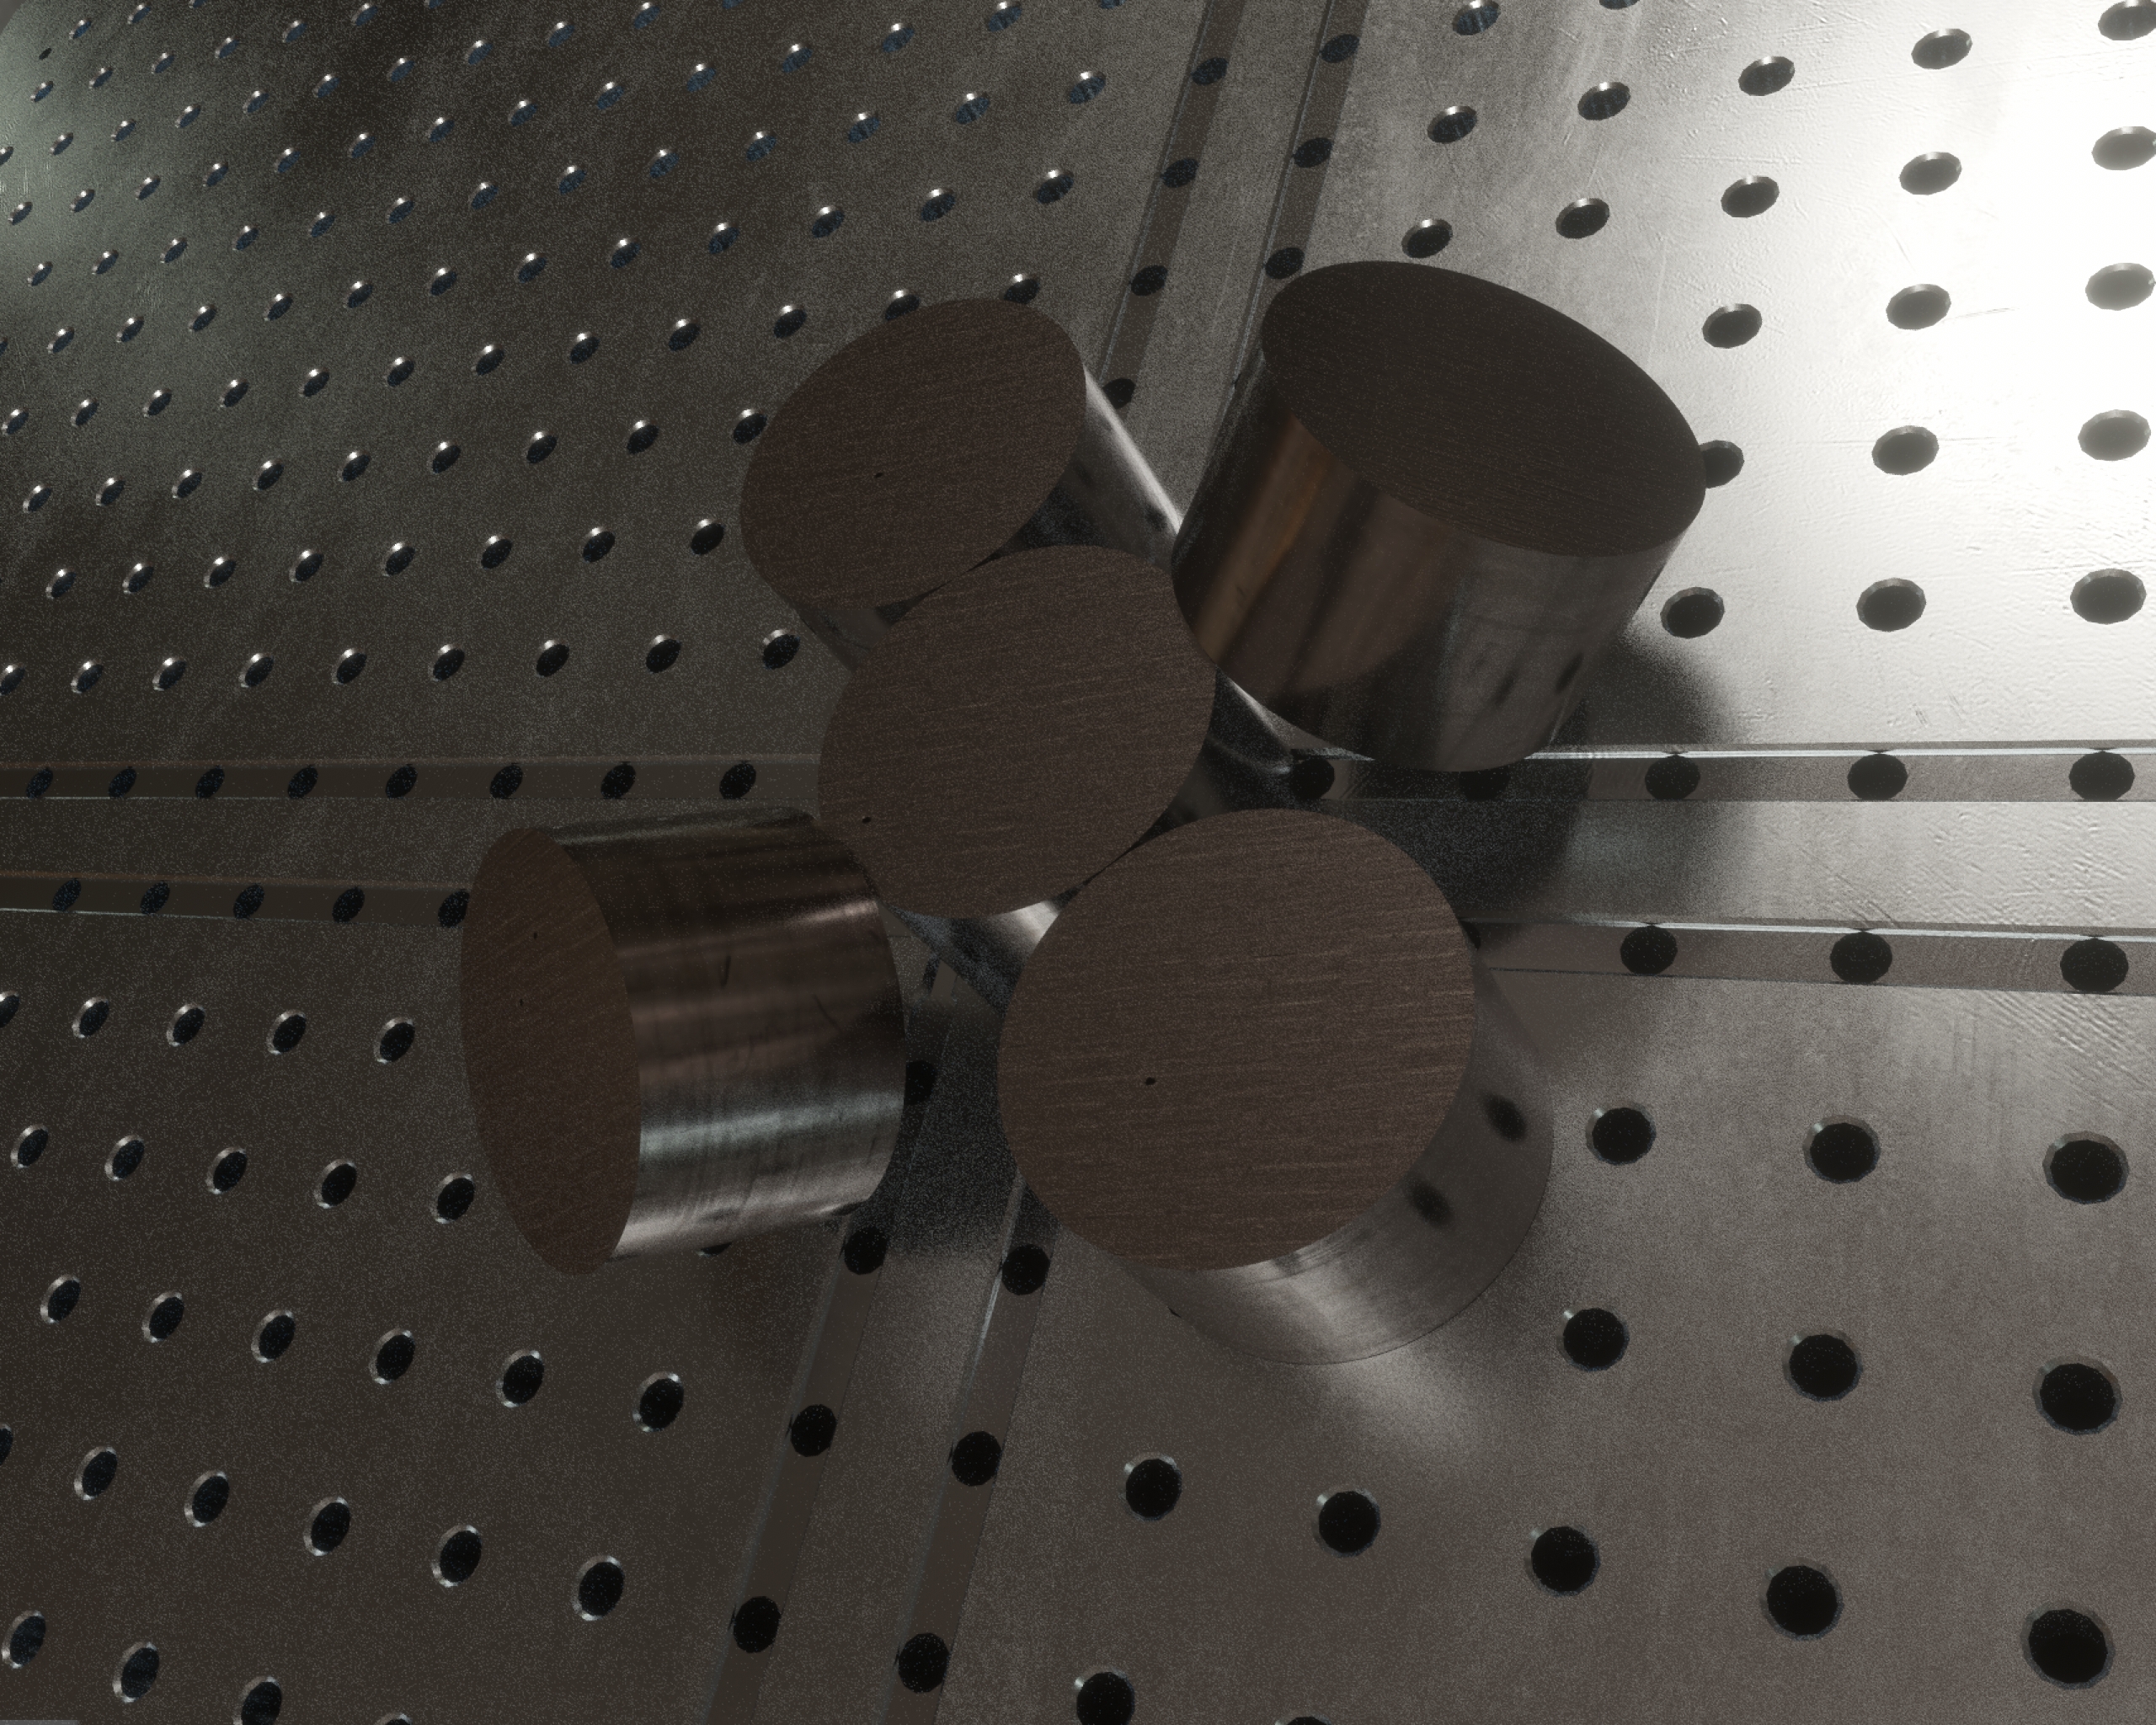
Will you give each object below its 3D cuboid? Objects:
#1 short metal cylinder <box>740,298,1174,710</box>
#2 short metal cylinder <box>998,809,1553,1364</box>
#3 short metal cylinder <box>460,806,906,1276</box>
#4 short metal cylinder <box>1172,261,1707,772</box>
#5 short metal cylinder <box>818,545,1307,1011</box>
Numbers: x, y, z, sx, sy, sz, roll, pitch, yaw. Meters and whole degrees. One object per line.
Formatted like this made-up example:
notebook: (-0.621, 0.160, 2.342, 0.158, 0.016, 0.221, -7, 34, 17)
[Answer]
short metal cylinder: (-0.025, -0.073, 0.448, 0.080, 0.050, 0.080, -13, 56, 20)
short metal cylinder: (0.034, 0.038, 0.350, 0.080, 0.050, 0.080, -13, 56, 20)
short metal cylinder: (-0.074, 0.031, 0.384, 0.080, 0.050, 0.079, 12, 105, 52)
short metal cylinder: (0.063, -0.062, 0.371, 0.081, 0.050, 0.080, 11, 46, -11)
short metal cylinder: (-0.002, -0.014, 0.400, 0.080, 0.050, 0.080, -13, 56, 20)
